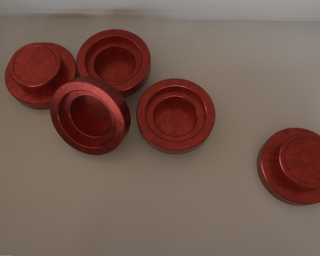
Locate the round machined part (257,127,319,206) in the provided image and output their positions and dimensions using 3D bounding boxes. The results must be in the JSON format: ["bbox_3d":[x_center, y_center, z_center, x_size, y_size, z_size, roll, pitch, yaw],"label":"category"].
[{"bbox_3d":[0.176,0.045,0.385,0.099,0.042,0.098,0,70,0],"label":"round machined part"}]

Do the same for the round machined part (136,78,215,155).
[{"bbox_3d":[0.020,-0.012,0.405,0.099,0.042,0.098,0,70,0],"label":"round machined part"}]

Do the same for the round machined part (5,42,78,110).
[{"bbox_3d":[-0.165,-0.078,0.428,0.099,0.042,0.098,0,70,0],"label":"round machined part"}]

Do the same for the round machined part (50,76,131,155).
[{"bbox_3d":[-0.082,-0.018,0.388,0.098,0.097,0.042,21,30,7],"label":"round machined part"}]

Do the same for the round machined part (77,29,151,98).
[{"bbox_3d":[-0.062,-0.084,0.431,0.099,0.042,0.098,0,70,0],"label":"round machined part"}]
